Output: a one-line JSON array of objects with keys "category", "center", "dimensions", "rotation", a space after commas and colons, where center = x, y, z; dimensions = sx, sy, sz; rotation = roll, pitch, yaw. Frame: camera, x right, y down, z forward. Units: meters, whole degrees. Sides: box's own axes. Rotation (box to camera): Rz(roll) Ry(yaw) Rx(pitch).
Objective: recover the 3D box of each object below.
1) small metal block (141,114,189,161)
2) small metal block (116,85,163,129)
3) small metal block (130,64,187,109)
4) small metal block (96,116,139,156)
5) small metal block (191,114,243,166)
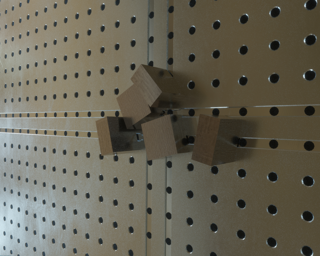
[{"category": "small metal block", "center": [0.006, 0.013, 0.405], "dimensions": [0.050, 0.025, 0.050], "rotation": [-18, 79, 38]}, {"category": "small metal block", "center": [-0.029, -0.032, 0.435], "dimensions": [0.050, 0.025, 0.050], "rotation": [-33, 70, 35]}, {"category": "small metal block", "center": [-0.001, -0.052, 0.395], "dimensions": [0.025, 0.050, 0.050], "rotation": [-50, 61, 29]}, {"category": "small metal block", "center": [-0.061, 0.011, 0.445], "dimensions": [0.025, 0.050, 0.050], "rotation": [-19, 78, 39]}, {"category": "small metal block", "center": [0.063, 0.012, 0.341], "dimensions": [0.025, 0.050, 0.050], "rotation": [16, 101, 39]}]
